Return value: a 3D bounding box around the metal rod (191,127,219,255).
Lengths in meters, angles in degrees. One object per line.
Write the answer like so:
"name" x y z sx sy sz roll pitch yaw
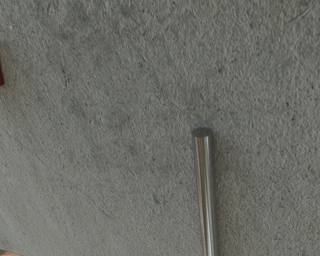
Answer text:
"metal rod" 0.070 0.135 0.452 0.025 0.025 0.298 6 121 25

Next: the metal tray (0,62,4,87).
"metal tray" -0.317 -0.118 0.493 0.130 0.030 0.089 18 126 17
